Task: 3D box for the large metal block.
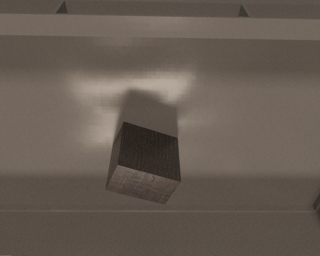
[{"bbox_3d":[-0.021,0.046,0.412,0.081,0.080,0.050,17,128,-15],"label":"large metal block"}]
